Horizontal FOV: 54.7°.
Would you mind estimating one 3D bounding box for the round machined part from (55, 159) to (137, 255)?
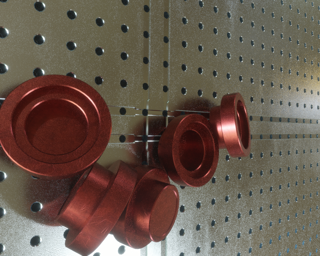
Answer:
[{"bbox_3d":[-0.068,0.073,0.312,0.042,0.098,0.098,35,67,-11],"label":"round machined part"}]

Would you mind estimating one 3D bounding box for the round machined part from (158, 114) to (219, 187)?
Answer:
[{"bbox_3d":[0.036,0.031,0.426,0.099,0.042,0.097,5,82,-45],"label":"round machined part"}]

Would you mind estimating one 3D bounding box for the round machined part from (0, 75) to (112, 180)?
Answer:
[{"bbox_3d":[-0.099,0.001,0.299,0.099,0.042,0.098,6,70,-16],"label":"round machined part"}]

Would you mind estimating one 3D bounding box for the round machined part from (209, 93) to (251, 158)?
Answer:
[{"bbox_3d":[0.107,-0.003,0.475,0.098,0.042,0.098,28,58,-58],"label":"round machined part"}]

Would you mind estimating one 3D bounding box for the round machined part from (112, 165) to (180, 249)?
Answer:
[{"bbox_3d":[-0.011,0.096,0.371,0.099,0.042,0.097,-25,120,-54],"label":"round machined part"}]
